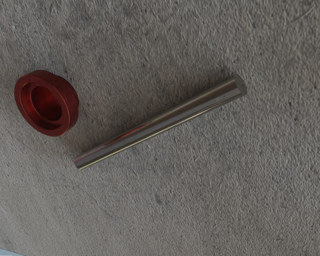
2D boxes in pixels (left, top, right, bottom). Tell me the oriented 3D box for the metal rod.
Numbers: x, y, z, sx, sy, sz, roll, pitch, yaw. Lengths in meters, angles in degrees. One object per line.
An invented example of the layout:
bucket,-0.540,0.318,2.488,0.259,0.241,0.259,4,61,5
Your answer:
metal rod,-0.022,0.005,0.421,0.299,0.025,0.025,-25,105,37

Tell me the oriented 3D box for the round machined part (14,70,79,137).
round machined part,-0.160,-0.040,0.456,0.098,0.042,0.097,13,124,21
